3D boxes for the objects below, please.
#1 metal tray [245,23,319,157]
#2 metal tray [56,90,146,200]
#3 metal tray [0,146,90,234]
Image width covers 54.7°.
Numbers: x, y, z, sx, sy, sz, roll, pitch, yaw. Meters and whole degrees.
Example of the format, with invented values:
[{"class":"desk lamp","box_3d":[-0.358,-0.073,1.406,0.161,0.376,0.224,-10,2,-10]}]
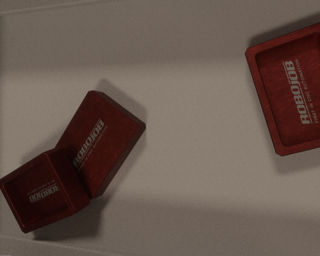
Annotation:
[{"class":"metal tray","box_3d":[0.160,-0.041,0.351,0.090,0.030,0.129,-17,84,18]},{"class":"metal tray","box_3d":[-0.092,0.024,0.439,0.090,0.030,0.129,37,101,16]},{"class":"metal tray","box_3d":[-0.169,0.091,0.442,0.130,0.030,0.090,-27,89,32]}]
